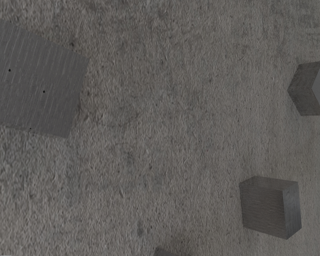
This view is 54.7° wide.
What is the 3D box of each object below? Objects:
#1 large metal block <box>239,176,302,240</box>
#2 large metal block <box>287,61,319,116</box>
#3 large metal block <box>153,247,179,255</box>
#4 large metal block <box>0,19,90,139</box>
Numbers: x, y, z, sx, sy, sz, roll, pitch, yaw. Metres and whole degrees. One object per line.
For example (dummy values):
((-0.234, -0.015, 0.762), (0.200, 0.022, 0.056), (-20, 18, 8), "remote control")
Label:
((0.186, 0.131, 0.525), (0.050, 0.080, 0.079), (-12, 98, -39), "large metal block")
((0.322, -0.082, 0.658), (0.080, 0.050, 0.080), (48, 62, -30), "large metal block")
((0.023, 0.214, 0.408), (0.080, 0.050, 0.080), (36, 68, -34), "large metal block")
((-0.122, -0.039, 0.286), (0.080, 0.050, 0.080), (20, 77, -38), "large metal block")
